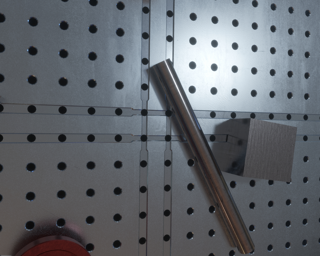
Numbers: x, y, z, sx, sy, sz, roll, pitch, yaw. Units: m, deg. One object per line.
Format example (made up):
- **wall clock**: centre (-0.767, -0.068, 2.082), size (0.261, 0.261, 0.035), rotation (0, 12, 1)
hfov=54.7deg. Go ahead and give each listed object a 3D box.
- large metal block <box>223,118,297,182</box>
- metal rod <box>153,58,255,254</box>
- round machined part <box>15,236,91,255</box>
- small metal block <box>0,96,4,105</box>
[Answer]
- **large metal block**: centre (0.146, 0.032, 0.453), size (0.081, 0.050, 0.080), rotation (10, 87, -20)
- **metal rod**: centre (0.065, 0.045, 0.436), size (0.025, 0.025, 0.299), rotation (-28, 100, -18)
- **round machined part**: centre (-0.126, 0.173, 0.353), size (0.099, 0.042, 0.097), rotation (2, 85, -26)
- **small metal block**: centre (-0.208, -0.024, 0.336), size (0.050, 0.025, 0.050), rotation (29, 81, -18)
